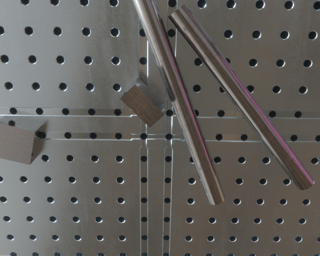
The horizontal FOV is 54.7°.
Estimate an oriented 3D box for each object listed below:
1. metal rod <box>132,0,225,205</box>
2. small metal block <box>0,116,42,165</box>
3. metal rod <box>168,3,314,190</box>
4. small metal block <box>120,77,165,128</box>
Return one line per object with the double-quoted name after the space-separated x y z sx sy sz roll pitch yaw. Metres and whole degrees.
0.030 -0.027 0.403 0.025 0.025 0.299 -20 109 7 "metal rod"
-0.193 0.017 0.418 0.050 0.025 0.050 14 109 -6 "small metal block"
0.114 -0.029 0.403 0.025 0.025 0.300 -37 106 12 "metal rod"
-0.020 -0.034 0.387 0.025 0.050 0.050 -42 105 14 "small metal block"
